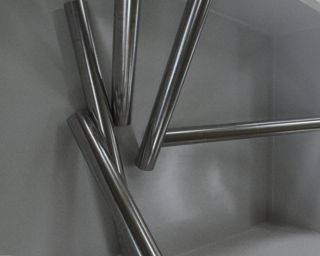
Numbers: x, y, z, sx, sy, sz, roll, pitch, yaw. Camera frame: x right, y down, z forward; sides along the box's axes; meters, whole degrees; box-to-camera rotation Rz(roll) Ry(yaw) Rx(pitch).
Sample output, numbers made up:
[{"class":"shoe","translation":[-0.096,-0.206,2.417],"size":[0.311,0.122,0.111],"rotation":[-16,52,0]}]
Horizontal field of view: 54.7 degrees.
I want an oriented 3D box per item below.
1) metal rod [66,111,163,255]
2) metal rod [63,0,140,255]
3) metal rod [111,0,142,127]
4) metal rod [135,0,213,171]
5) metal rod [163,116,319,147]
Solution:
[{"class":"metal rod","translation":[-0.017,0.112,0.294],"size":[0.025,0.025,0.299],"rotation":[-16,68,-39]},{"class":"metal rod","translation":[-0.062,0.011,0.355],"size":[0.025,0.025,0.298],"rotation":[-19,102,-39]},{"class":"metal rod","translation":[-0.029,-0.124,0.280],"size":[0.025,0.025,0.298],"rotation":[-27,141,-37]},{"class":"metal rod","translation":[0.025,-0.083,0.341],"size":[0.025,0.025,0.298],"rotation":[-1,118,-40]},{"class":"metal rod","translation":[0.144,0.002,0.458],"size":[0.303,0.025,0.025],"rotation":[-5,94,-18]}]
